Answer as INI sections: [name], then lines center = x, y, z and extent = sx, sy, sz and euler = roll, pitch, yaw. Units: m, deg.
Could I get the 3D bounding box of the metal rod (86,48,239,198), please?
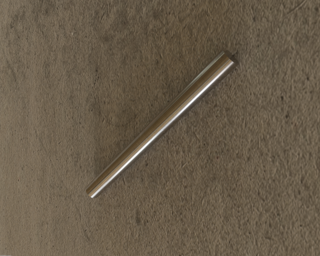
[metal rod]
center = -0.014, 0.011, 0.417
extent = 0.299, 0.025, 0.025
euler = -44, 64, 30
